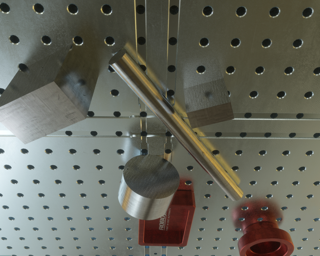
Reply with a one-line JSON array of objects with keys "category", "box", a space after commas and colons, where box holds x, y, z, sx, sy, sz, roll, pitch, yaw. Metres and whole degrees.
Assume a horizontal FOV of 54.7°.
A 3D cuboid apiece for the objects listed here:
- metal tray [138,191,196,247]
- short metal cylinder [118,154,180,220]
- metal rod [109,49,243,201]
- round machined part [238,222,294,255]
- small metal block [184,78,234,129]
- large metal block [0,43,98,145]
[{"category": "metal tray", "box": [0.009, 0.162, 0.545, 0.091, 0.030, 0.129, 3, 130, -3]}, {"category": "short metal cylinder", "box": [-0.017, 0.084, 0.447, 0.081, 0.080, 0.050, 10, 129, -8]}, {"category": "metal rod", "box": [0.038, 0.014, 0.424, 0.025, 0.025, 0.300, -28, 125, 21]}, {"category": "round machined part", "box": [0.196, 0.214, 0.585, 0.099, 0.042, 0.097, 0, 130, 0]}, {"category": "small metal block", "box": [0.057, -0.030, 0.370, 0.050, 0.050, 0.025, -14, 129, 11]}, {"category": "large metal block", "box": [-0.122, -0.038, 0.342, 0.080, 0.080, 0.050, -21, 127, 17]}]
